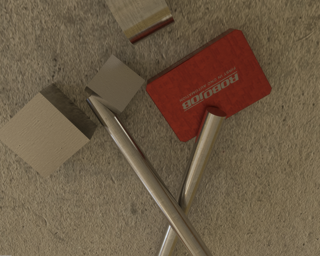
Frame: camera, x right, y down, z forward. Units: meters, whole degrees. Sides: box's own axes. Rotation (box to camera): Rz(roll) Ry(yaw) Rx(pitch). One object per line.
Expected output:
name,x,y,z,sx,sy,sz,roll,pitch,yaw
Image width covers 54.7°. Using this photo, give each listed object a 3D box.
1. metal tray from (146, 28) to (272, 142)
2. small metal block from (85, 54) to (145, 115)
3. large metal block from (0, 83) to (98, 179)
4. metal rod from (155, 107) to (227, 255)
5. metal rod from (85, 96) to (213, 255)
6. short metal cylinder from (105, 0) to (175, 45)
metal tray,0.059,-0.052,0.389,0.130,0.030,0.090,-31,108,10
small metal block,-0.055,-0.052,0.378,0.050,0.025,0.050,38,74,-13
large metal block,-0.141,0.003,0.396,0.080,0.050,0.080,-40,106,13
metal rod,0.031,0.109,0.432,0.025,0.025,0.298,13,116,-5
metal rod,-0.002,0.083,0.406,0.025,0.025,0.299,-33,95,11
short metal cylinder,-0.025,-0.136,0.330,0.050,0.080,0.080,-27,108,9
